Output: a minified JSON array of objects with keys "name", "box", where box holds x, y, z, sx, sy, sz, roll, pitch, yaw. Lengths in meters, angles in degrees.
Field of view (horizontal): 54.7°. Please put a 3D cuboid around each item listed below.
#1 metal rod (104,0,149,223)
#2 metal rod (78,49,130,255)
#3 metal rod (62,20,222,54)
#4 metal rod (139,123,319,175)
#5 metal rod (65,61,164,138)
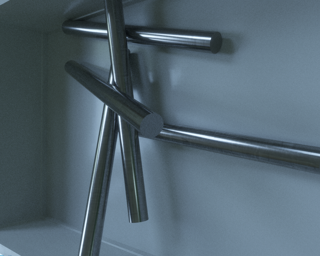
[{"name":"metal rod","box":[-0.046,-0.029,0.410,0.025,0.025,0.298,-12,82,39]},{"name":"metal rod","box":[-0.072,0.028,0.410,0.025,0.025,0.299,-8,67,40]},{"name":"metal rod","box":[-0.048,-0.136,0.446,0.300,0.025,0.025,19,102,38]},{"name":"metal rod","box":[0.035,0.010,0.378,0.300,0.025,0.025,10,96,39]},{"name":"metal rod","box":[-0.080,-0.053,0.414,0.300,0.025,0.025,35,113,54]}]
